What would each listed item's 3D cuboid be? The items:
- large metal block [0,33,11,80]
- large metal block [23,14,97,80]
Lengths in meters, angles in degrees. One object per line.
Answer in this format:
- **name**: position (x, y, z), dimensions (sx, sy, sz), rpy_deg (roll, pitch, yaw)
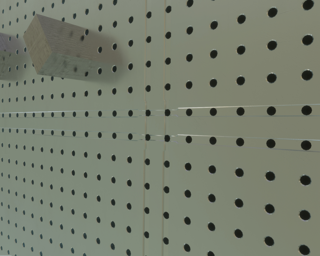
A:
- **large metal block**: position (-0.396, -0.170, 0.714), dimensions (0.080, 0.050, 0.080), rpy_deg (52, 120, 27)
- **large metal block**: position (-0.163, -0.129, 0.505), dimensions (0.050, 0.081, 0.080), rpy_deg (-41, 65, 32)
